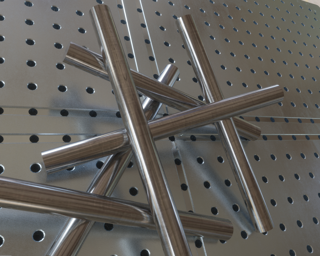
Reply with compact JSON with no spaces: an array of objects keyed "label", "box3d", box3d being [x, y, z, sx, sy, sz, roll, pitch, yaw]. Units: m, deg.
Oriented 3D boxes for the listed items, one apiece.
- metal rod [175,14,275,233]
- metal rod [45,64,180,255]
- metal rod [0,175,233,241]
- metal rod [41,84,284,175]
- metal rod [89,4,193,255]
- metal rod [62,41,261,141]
[{"label":"metal rod","box3d":[0.084,-0.009,0.413,0.025,0.025,0.299,-17,85,-35]},{"label":"metal rod","box3d":[-0.038,0.018,0.376,0.025,0.025,0.301,33,51,-7]},{"label":"metal rod","box3d":[-0.046,0.081,0.304,0.302,0.025,0.025,19,54,-28]},{"label":"metal rod","box3d":[0.019,-0.005,0.366,0.302,0.025,0.025,-17,70,-18]},{"label":"metal rod","box3d":[-0.023,0.002,0.325,0.025,0.025,0.299,-10,74,-32]},{"label":"metal rod","box3d":[0.022,-0.038,0.413,0.302,0.025,0.025,20,54,-27]}]
